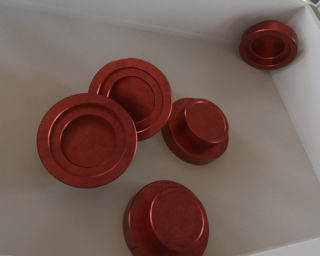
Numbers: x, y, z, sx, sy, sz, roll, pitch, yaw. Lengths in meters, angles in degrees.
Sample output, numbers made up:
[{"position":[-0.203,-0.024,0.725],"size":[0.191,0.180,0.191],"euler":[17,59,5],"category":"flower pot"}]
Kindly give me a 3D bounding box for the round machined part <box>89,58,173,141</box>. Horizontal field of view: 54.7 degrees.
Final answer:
[{"position":[-0.033,-0.035,0.376],"size":[0.098,0.098,0.042],"euler":[39,9,-3],"category":"round machined part"}]

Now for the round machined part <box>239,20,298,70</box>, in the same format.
[{"position":[0.196,-0.153,0.558],"size":[0.099,0.098,0.042],"euler":[25,61,-14],"category":"round machined part"}]

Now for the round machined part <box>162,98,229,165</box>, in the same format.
[{"position":[0.055,-0.002,0.427],"size":[0.099,0.042,0.098],"euler":[14,56,-21],"category":"round machined part"}]

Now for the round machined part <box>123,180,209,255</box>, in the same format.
[{"position":[0.013,0.103,0.340],"size":[0.099,0.042,0.098],"euler":[14,56,-21],"category":"round machined part"}]

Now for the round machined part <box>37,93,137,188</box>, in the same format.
[{"position":[-0.076,0.015,0.331],"size":[0.099,0.042,0.098],"euler":[3,77,-12],"category":"round machined part"}]
